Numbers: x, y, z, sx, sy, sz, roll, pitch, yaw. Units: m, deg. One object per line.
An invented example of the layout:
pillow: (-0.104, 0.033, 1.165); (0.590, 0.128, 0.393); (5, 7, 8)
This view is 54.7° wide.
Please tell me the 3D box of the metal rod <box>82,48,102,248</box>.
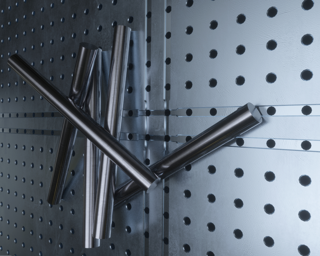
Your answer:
metal rod: (-0.102, 0.023, 0.470); (0.025, 0.025, 0.298); (-9, 78, 39)

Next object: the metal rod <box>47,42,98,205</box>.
metal rod: (-0.146, 0.009, 0.496); (0.025, 0.025, 0.298); (41, 124, 32)

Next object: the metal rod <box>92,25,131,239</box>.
metal rod: (-0.068, 0.003, 0.442); (0.025, 0.025, 0.298); (2, 85, 39)

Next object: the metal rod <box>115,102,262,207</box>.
metal rod: (-0.001, 0.057, 0.408); (0.299, 0.025, 0.025); (-36, 68, 34)

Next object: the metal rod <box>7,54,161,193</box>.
metal rod: (-0.118, -0.017, 0.435); (0.300, 0.025, 0.025); (39, 114, 20)
